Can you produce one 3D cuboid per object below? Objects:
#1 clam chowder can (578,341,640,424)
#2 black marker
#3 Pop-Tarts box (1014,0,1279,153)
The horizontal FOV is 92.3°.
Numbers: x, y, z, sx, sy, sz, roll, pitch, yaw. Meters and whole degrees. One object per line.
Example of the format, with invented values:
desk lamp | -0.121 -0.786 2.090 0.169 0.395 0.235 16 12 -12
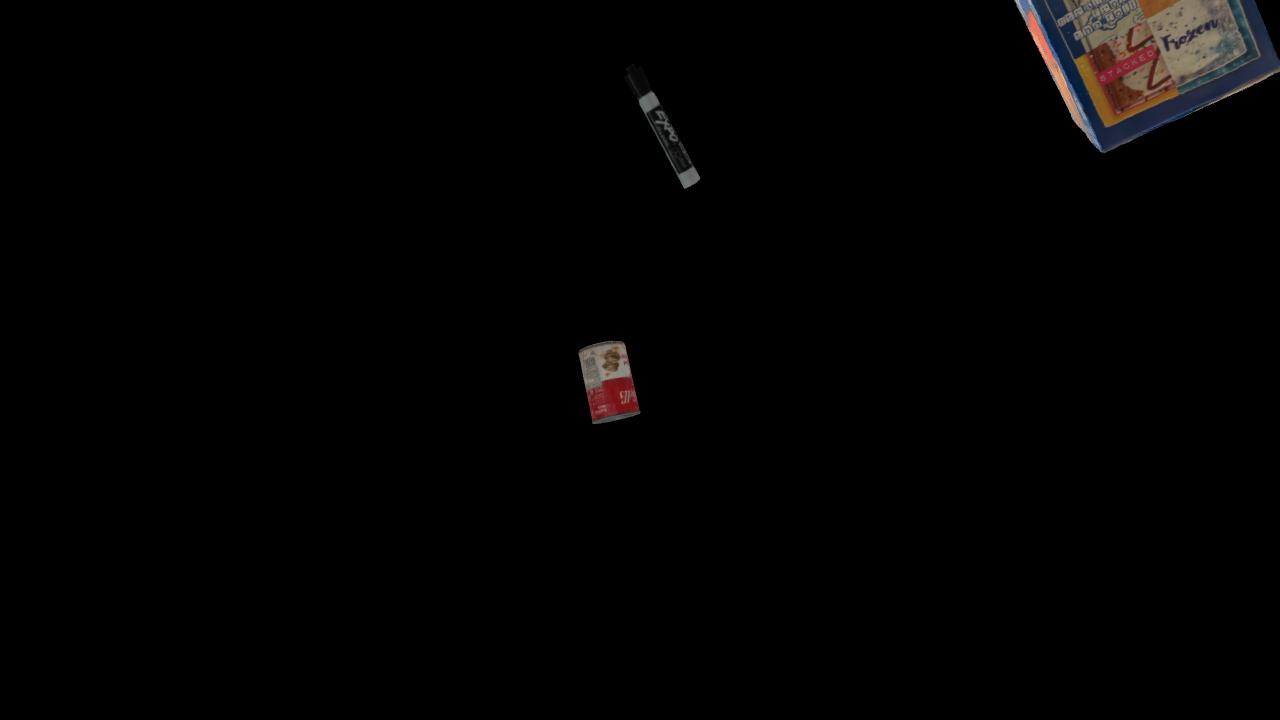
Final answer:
clam chowder can | -0.043 0.031 0.843 0.068 0.102 0.068 -13 -9 -2
black marker | 0.021 -0.221 0.582 0.020 0.121 0.020 -28 21 12
Pop-Tarts box | 0.295 -0.224 0.386 0.083 0.141 0.167 -26 12 36
